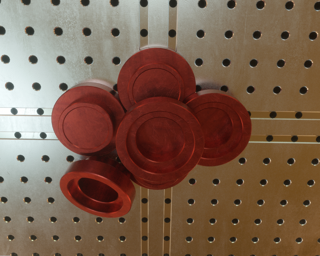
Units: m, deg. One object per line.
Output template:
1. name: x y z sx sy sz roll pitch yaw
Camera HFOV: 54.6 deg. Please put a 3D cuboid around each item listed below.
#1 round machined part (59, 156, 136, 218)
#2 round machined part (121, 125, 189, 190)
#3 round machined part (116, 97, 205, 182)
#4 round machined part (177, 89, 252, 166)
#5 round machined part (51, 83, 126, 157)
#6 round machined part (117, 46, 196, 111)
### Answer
1. round machined part: -0.079 0.075 0.417 0.098 0.042 0.097 9 134 10
2. round machined part: -0.004 0.042 0.419 0.099 0.042 0.097 0 110 0
3. round machined part: 0.000 0.010 0.362 0.099 0.042 0.097 0 110 0
4. round machined part: 0.064 -0.003 0.403 0.099 0.042 0.097 0 110 0
5. round machined part: -0.091 -0.006 0.401 0.099 0.042 0.097 0 110 0
6. round machined part: -0.004 -0.050 0.386 0.099 0.042 0.097 0 110 0
